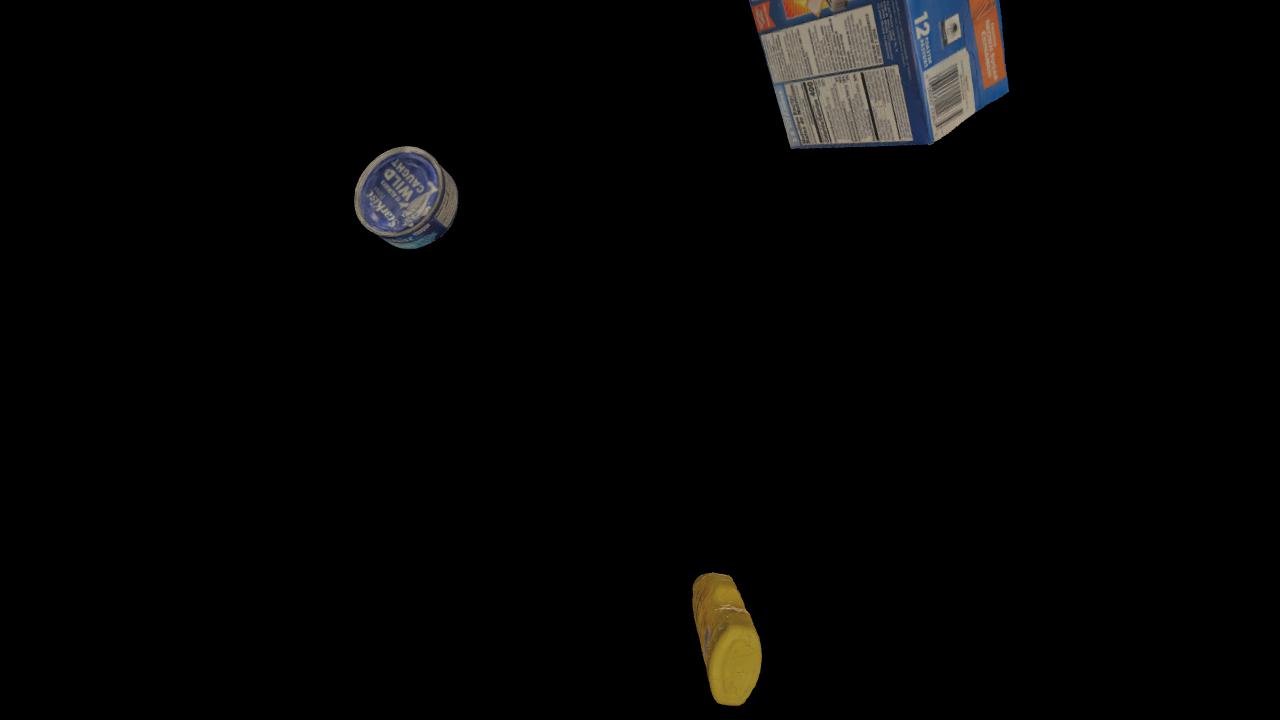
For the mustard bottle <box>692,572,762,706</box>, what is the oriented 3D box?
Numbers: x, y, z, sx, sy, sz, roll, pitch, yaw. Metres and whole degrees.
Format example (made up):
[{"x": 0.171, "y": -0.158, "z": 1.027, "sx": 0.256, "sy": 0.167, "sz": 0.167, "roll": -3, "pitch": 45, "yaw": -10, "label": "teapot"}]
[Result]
[{"x": 0.091, "y": 0.298, "z": 0.710, "sx": 0.054, "sy": 0.092, "sz": 0.184, "roll": 2, "pitch": 8, "yaw": -4, "label": "mustard bottle"}]

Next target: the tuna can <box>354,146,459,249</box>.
[{"x": -0.204, "y": -0.141, "z": 0.539, "sx": 0.084, "sy": 0.084, "sz": 0.034, "roll": 0, "pitch": -13, "yaw": 12, "label": "tuna can"}]

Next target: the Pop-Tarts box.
[{"x": 0.156, "y": -0.243, "z": 0.424, "sx": 0.083, "sy": 0.167, "sz": 0.141, "roll": -33, "pitch": 28, "yaw": -15, "label": "Pop-Tarts box"}]
